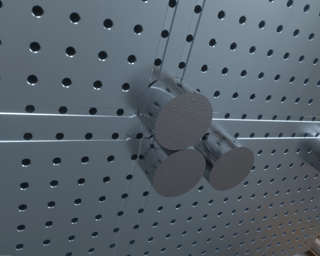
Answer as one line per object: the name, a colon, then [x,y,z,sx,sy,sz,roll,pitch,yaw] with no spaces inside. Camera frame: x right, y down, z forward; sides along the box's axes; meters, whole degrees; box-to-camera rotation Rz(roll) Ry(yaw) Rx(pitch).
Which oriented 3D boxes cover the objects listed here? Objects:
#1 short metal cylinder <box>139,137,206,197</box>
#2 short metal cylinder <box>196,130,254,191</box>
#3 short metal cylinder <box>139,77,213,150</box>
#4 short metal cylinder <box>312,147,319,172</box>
short metal cylinder: [0.017,0.050,0.437,0.081,0.050,0.079,-14,124,-21]
short metal cylinder: [0.098,0.050,0.482,0.081,0.050,0.079,-14,125,-21]
short metal cylinder: [0.020,-0.018,0.396,0.081,0.050,0.079,-14,125,-21]
short metal cylinder: [0.366,0.067,0.641,0.081,0.050,0.079,-14,125,-21]
